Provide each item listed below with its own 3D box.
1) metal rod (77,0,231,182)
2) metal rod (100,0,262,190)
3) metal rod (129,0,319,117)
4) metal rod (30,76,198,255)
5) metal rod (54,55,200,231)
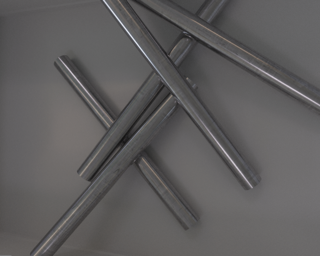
[{"bbox_3d":[-0.008,-0.055,0.395,0.025,0.025,0.299,39,96,15],"label":"metal rod"},{"bbox_3d":[0.020,-0.052,0.368,0.025,0.025,0.300,-37,92,16],"label":"metal rod"},{"bbox_3d":[0.081,-0.091,0.356,0.301,0.025,0.025,33,101,7],"label":"metal rod"},{"bbox_3d":[-0.059,0.055,0.397,0.025,0.025,0.300,41,91,15],"label":"metal rod"},{"bbox_3d":[-0.053,0.012,0.429,0.025,0.025,0.300,-44,77,15],"label":"metal rod"}]
